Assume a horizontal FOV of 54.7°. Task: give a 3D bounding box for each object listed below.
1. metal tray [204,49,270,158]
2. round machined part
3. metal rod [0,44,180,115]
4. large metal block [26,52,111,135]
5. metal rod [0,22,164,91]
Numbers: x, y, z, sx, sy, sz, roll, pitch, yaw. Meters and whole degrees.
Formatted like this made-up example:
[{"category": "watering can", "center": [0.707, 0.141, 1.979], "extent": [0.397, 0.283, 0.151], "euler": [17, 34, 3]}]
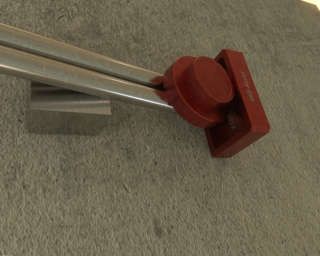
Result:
[{"category": "metal tray", "center": [0.094, -0.033, 0.436], "extent": [0.030, 0.090, 0.130], "euler": [4, 60, -27]}, {"category": "round machined part", "center": [0.056, -0.052, 0.396], "extent": [0.099, 0.042, 0.098], "euler": [21, 52, -29]}, {"category": "metal rod", "center": [-0.036, -0.041, 0.354], "extent": [0.302, 0.025, 0.025], "euler": [11, 56, -38]}, {"category": "large metal block", "center": [-0.106, -0.040, 0.352], "extent": [0.081, 0.050, 0.080], "euler": [3, 60, -27]}, {"category": "metal rod", "center": [-0.040, -0.065, 0.366], "extent": [0.302, 0.025, 0.025], "euler": [10, 57, -38]}]
